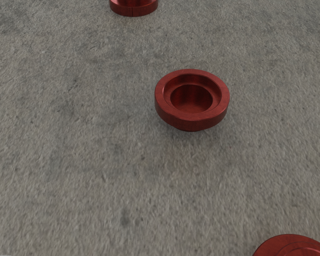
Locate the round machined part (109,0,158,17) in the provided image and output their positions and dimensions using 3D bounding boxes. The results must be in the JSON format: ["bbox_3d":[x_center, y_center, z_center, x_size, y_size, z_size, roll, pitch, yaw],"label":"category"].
[{"bbox_3d":[-0.053,-0.265,0.614,0.099,0.042,0.098,0,50,0],"label":"round machined part"}]

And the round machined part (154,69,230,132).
[{"bbox_3d":[0.042,-0.033,0.421,0.099,0.042,0.098,0,50,0],"label":"round machined part"}]

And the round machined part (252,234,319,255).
[{"bbox_3d":[0.128,0.142,0.275,0.099,0.042,0.098,0,50,0],"label":"round machined part"}]
